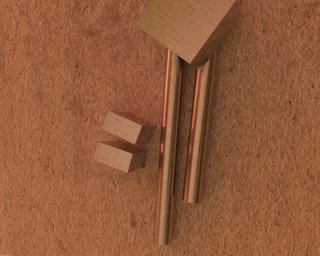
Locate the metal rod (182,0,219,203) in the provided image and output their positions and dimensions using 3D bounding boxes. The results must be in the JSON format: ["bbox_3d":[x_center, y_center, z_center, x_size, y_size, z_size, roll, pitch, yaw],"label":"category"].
[{"bbox_3d":[0.056,-0.056,0.388,0.025,0.025,0.298,7,92,19],"label":"metal rod"}]

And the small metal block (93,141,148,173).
[{"bbox_3d":[-0.051,0.036,0.413,0.050,0.050,0.025,17,96,19],"label":"small metal block"}]

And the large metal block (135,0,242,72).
[{"bbox_3d":[0.034,-0.124,0.356,0.080,0.050,0.080,39,102,15],"label":"large metal block"}]

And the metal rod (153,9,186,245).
[{"bbox_3d":[0.014,0.000,0.403,0.025,0.025,0.298,5,92,19],"label":"metal rod"}]

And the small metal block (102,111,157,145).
[{"bbox_3d":[-0.040,-0.001,0.409,0.050,0.050,0.025,24,98,18],"label":"small metal block"}]
